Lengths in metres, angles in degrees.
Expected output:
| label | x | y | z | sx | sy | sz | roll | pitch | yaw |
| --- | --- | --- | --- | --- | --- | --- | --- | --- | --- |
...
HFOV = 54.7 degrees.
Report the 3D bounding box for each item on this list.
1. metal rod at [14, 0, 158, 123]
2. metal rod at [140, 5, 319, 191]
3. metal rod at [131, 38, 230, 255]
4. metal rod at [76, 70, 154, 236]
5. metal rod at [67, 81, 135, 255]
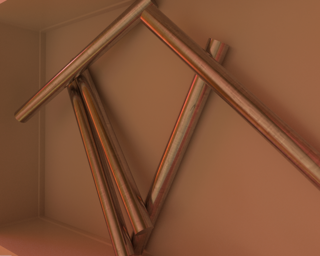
| label | x | y | z | sx | sy | sz | roll | pitch | yaw |
| --- | --- | --- | --- | --- | --- | --- | --- | --- | --- |
| metal rod | -0.125 | -0.096 | 0.474 | 0.299 | 0.025 | 0.025 | -34 | 69 | 23 |
| metal rod | 0.081 | -0.030 | 0.314 | 0.300 | 0.025 | 0.025 | 48 | 118 | 20 |
| metal rod | 0.016 | 0.036 | 0.391 | 0.025 | 0.025 | 0.298 | 33 | 110 | 35 |
| metal rod | -0.079 | 0.009 | 0.451 | 0.025 | 0.025 | 0.299 | -44 | 58 | 31 |
| metal rod | -0.097 | 0.043 | 0.466 | 0.025 | 0.025 | 0.299 | -39 | 61 | 33 |
